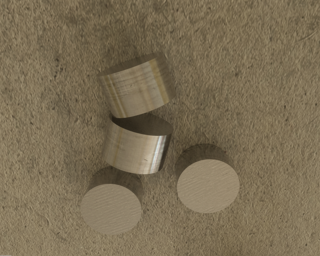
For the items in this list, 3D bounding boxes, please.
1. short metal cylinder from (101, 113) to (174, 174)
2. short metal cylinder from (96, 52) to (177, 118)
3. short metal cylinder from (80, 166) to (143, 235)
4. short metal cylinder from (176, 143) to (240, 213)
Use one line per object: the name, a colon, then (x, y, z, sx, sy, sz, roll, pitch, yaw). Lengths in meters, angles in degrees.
short metal cylinder: (-0.028, 0.015, 0.386, 0.080, 0.080, 0.050, 13, 110, -5)
short metal cylinder: (-0.027, -0.051, 0.361, 0.080, 0.080, 0.050, -17, 109, 6)
short metal cylinder: (-0.065, 0.100, 0.433, 0.081, 0.050, 0.079, 0, 110, 0)
short metal cylinder: (0.062, 0.067, 0.422, 0.081, 0.050, 0.079, 0, 110, 0)
